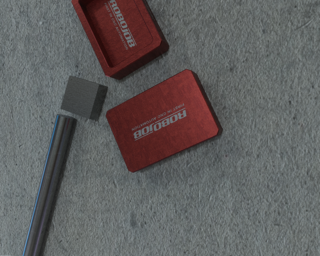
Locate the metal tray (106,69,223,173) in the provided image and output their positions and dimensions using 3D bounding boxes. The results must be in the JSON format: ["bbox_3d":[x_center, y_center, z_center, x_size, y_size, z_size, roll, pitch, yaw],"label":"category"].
[{"bbox_3d":[0.003,-0.007,0.404,0.130,0.030,0.090,-26,82,17],"label":"metal tray"}]

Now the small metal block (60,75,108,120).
[{"bbox_3d":[-0.109,-0.044,0.446,0.050,0.025,0.050,19,96,18],"label":"small metal block"}]

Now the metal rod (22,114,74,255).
[{"bbox_3d":[-0.179,0.126,0.470,0.025,0.025,0.298,18,96,19],"label":"metal rod"}]

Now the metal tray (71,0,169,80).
[{"bbox_3d":[-0.056,-0.143,0.424,0.090,0.030,0.130,-28,81,17],"label":"metal tray"}]
